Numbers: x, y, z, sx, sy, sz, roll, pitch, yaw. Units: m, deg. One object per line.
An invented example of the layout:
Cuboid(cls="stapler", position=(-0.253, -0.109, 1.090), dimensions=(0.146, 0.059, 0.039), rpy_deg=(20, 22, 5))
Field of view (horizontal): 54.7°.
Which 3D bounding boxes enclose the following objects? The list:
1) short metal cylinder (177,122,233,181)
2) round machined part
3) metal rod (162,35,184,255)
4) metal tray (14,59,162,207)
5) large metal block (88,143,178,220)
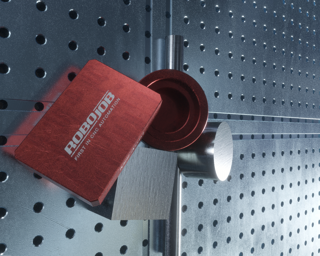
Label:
Cuboid(cls="short metal cylinder", position=(0.065, 0.031, 0.430), dimensions=(0.080, 0.050, 0.079), rpy_deg=(-1, 91, -60))
Cuboid(cls="round machined part", position=(0.007, -0.021, 0.387), dimensions=(0.099, 0.042, 0.097), rpy_deg=(0, 89, -15))
Cuboid(cls="metal rod", position=(0.018, 0.025, 0.425), dimensions=(0.025, 0.025, 0.298), rpy_deg=(2, 89, -40))
Cuboid(cls="metal tray", position=(-0.067, 0.001, 0.317), dimensions=(0.090, 0.030, 0.130), rpy_deg=(29, 67, 5))
Cuboid(cls="large metal block", position=(-0.030, 0.063, 0.368), dimensions=(0.081, 0.050, 0.080), rpy_deg=(13, 82, -39))
